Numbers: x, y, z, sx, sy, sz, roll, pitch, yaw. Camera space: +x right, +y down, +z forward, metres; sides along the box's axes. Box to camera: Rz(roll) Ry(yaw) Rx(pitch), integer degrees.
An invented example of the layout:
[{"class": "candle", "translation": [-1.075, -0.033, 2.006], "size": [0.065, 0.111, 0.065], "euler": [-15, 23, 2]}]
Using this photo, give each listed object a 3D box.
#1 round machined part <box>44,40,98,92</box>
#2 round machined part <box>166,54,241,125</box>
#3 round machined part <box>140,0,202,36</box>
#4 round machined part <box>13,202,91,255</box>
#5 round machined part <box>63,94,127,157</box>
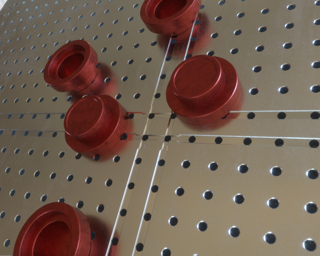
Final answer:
[{"class": "round machined part", "translation": [-0.149, -0.102, 0.540], "size": [0.098, 0.042, 0.098], "euler": [-13, 56, 21]}, {"class": "round machined part", "translation": [0.052, -0.056, 0.405], "size": [0.098, 0.042, 0.098], "euler": [-13, 56, 21]}, {"class": "round machined part", "translation": [0.021, -0.189, 0.504], "size": [0.098, 0.042, 0.098], "euler": [-13, 56, 21]}, {"class": "round machined part", "translation": [-0.124, 0.143, 0.375], "size": [0.098, 0.042, 0.098], "euler": [-14, 55, 21]}, {"class": "round machined part", "translation": [-0.101, -0.009, 0.458], "size": [0.098, 0.042, 0.098], "euler": [-13, 56, 21]}]
